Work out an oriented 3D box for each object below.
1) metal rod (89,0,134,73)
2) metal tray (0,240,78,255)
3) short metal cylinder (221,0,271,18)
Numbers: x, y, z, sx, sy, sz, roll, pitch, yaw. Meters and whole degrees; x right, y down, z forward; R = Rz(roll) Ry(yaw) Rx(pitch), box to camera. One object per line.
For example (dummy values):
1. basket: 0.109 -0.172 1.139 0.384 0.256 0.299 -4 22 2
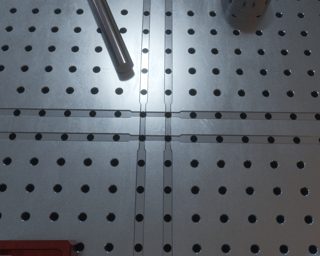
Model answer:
1. metal rod: -0.105 -0.217 0.489 0.025 0.025 0.299 -21 72 -8
2. metal tray: -0.144 0.191 0.337 0.091 0.030 0.130 0 70 -1
3. short metal cylinder: 0.138 -0.219 0.480 0.081 0.050 0.080 0 70 0
